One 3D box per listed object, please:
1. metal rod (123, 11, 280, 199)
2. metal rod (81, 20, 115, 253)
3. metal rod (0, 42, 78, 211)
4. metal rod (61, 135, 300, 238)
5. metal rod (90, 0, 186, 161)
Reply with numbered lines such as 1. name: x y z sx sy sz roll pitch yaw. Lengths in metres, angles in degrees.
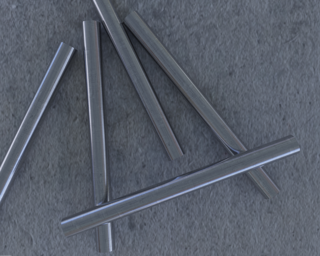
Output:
1. metal rod: 0.055 -0.030 0.410 0.025 0.025 0.300 -39 91 0
2. metal rod: -0.081 0.011 0.408 0.025 0.025 0.298 -4 90 -1
3. metal rod: -0.185 0.027 0.407 0.025 0.025 0.299 26 90 -1
4. metal rod: 0.026 0.072 0.384 0.302 0.025 0.025 -20 90 -1
5. metal rod: -0.043 -0.096 0.409 0.025 0.025 0.299 -26 90 0
